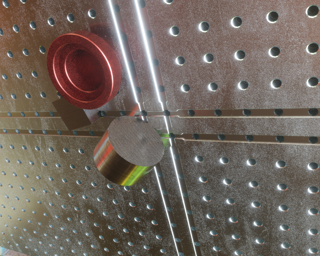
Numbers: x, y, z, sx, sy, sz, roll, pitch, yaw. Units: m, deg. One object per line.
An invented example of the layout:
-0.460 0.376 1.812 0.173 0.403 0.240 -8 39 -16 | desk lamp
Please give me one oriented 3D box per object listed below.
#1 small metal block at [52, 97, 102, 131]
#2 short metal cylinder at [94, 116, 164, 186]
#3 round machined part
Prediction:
-0.123 -0.028 0.459 0.050 0.025 0.050 -15 111 34 | small metal block
-0.042 0.030 0.416 0.080 0.080 0.050 40 129 1 | short metal cylinder
-0.092 -0.077 0.400 0.098 0.042 0.097 12 121 20 | round machined part
